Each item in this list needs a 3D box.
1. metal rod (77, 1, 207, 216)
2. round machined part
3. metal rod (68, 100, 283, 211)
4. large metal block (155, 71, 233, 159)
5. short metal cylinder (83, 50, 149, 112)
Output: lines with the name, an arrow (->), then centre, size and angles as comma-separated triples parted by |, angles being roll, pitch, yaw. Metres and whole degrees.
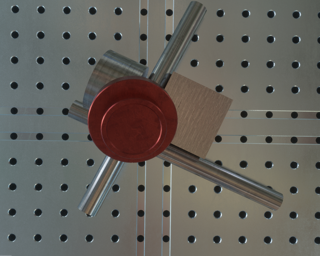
metal rod -> -0.019, -0.030, 0.394 | 0.025, 0.025, 0.299 | 28, 82, -1
round machined part -> -0.029, -0.005, 0.339 | 0.099, 0.042, 0.097 | -3, 110, -7
metal rod -> 0.021, 0.037, 0.413 | 0.301, 0.025, 0.025 | 25, 90, -1
large metal block -> 0.035, -0.016, 0.398 | 0.080, 0.050, 0.080 | 26, 90, -1
short metal cylinder -> -0.054, -0.049, 0.384 | 0.050, 0.080, 0.080 | 25, 90, -1
